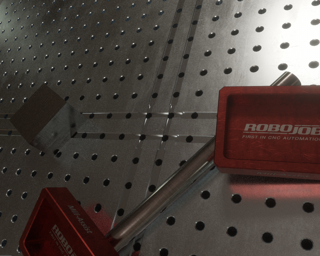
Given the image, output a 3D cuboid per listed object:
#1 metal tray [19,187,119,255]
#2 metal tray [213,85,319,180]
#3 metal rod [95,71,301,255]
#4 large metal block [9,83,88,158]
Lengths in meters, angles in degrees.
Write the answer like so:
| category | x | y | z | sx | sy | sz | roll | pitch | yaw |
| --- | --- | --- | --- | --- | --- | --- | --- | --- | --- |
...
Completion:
| category | x | y | z | sx | sy | sz | roll | pitch | yaw |
| --- | --- | --- | --- | --- | --- | --- | --- | --- | --- |
| metal tray | -0.109 | 0.140 | 0.353 | 0.130 | 0.030 | 0.090 | 36 | 104 | 38 |
| metal tray | 0.125 | 0.003 | 0.315 | 0.130 | 0.030 | 0.090 | 2 | 70 | 18 |
| metal rod | 0.043 | 0.044 | 0.357 | 0.300 | 0.025 | 0.025 | -42 | 51 | -1 |
| large metal block | -0.177 | -0.014 | 0.491 | 0.080 | 0.050 | 0.080 | 34 | 81 | 38 |
